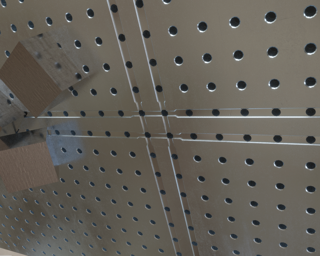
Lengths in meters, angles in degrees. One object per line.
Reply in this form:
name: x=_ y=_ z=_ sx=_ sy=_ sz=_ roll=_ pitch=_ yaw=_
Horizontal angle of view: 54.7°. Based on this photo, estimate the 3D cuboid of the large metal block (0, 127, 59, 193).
large metal block: x=-0.219 y=0.053 z=0.515 sx=0.081 sy=0.050 sz=0.079 roll=-12 pitch=120 yaw=-11

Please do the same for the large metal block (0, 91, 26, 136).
large metal block: x=-0.292 y=-0.018 z=0.534 sx=0.080 sy=0.050 sz=0.080 roll=44 pitch=129 yaw=-2

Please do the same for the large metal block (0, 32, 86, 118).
large metal block: x=-0.167 y=-0.073 z=0.436 sx=0.080 sy=0.050 sz=0.080 roll=-32 pitch=101 yaw=38
